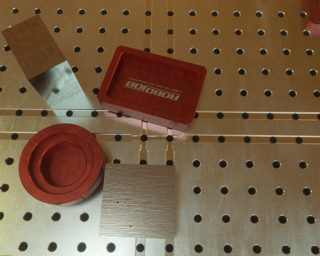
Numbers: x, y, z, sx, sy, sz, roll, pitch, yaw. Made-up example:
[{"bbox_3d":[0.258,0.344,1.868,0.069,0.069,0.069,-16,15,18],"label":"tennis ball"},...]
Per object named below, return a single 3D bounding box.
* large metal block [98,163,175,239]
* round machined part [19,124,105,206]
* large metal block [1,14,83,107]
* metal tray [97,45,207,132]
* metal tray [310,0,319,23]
[{"bbox_3d":[-0.024,0.088,0.366,0.080,0.050,0.080,2,70,0],"label":"large metal block"},{"bbox_3d":[-0.117,0.047,0.385,0.099,0.042,0.098,0,70,0],"label":"round machined part"},{"bbox_3d":[-0.153,-0.086,0.413,0.050,0.080,0.080,-31,73,-10],"label":"large metal block"},{"bbox_3d":[-0.009,-0.055,0.428,0.131,0.030,0.090,16,71,5],"label":"metal tray"},{"bbox_3d":[0.307,-0.205,0.485,0.131,0.030,0.090,7,70,2],"label":"metal tray"}]
